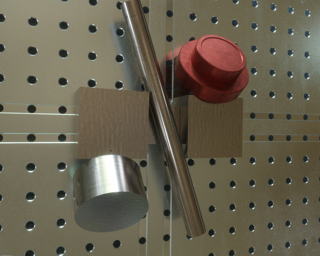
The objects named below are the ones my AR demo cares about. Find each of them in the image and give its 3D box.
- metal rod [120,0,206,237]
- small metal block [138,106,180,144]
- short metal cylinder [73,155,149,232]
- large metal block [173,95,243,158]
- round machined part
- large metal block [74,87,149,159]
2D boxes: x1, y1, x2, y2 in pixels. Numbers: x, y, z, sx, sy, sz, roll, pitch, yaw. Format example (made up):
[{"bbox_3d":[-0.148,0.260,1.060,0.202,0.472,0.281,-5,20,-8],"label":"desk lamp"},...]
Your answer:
[{"bbox_3d":[0.006,-0.007,0.387,0.025,0.025,0.298,-18,96,-19],"label":"metal rod"},{"bbox_3d":[-0.002,-0.004,0.412,0.050,0.025,0.050,1,90,-20],"label":"small metal block"},{"bbox_3d":[-0.057,0.076,0.356,0.081,0.050,0.080,-10,135,-9],"label":"short metal cylinder"},{"bbox_3d":[0.064,-0.001,0.424,0.081,0.050,0.080,1,90,-20],"label":"large metal block"},{"bbox_3d":[0.072,-0.083,0.404,0.099,0.042,0.098,10,52,-13],"label":"round machined part"},{"bbox_3d":[-0.060,-0.005,0.378,0.081,0.050,0.080,2,89,-20],"label":"large metal block"}]
